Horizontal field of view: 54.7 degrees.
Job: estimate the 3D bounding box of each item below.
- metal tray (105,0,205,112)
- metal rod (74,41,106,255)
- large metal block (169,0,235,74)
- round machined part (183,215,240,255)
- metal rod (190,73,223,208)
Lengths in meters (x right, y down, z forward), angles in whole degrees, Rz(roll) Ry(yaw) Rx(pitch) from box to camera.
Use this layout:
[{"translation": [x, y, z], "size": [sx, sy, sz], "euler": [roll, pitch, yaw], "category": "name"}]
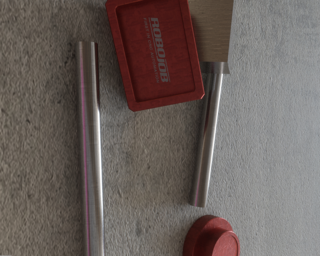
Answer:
[{"translation": [-0.004, -0.091, 0.363], "size": [0.030, 0.090, 0.129], "euler": [-69, 147, -78], "category": "metal tray"}, {"translation": [-0.076, 0.057, 0.342], "size": [0.025, 0.025, 0.298], "euler": [-3, 92, -40], "category": "metal rod"}, {"translation": [0.053, -0.118, 0.406], "size": [0.050, 0.080, 0.080], "euler": [25, 71, -73], "category": "large metal block"}, {"translation": [0.084, 0.185, 0.467], "size": [0.099, 0.042, 0.097], "euler": [0, 90, -40], "category": "round machined part"}, {"translation": [0.077, -0.032, 0.471], "size": [0.025, 0.025, 0.298], "euler": [14, 81, -40], "category": "metal rod"}]
